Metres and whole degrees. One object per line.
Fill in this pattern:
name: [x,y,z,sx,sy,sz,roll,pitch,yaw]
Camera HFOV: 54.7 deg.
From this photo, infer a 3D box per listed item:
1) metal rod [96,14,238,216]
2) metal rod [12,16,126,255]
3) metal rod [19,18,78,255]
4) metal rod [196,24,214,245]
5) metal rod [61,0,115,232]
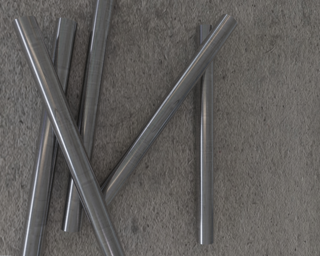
metal rod: [0.006,-0.020,0.395,0.025,0.025,0.300,37,84,-16]
metal rod: [-0.096,0.026,0.345,0.025,0.025,0.298,-21,97,-19]
metal rod: [-0.130,0.022,0.360,0.025,0.025,0.298,9,87,-20]
metal rod: [0.063,0.009,0.431,0.025,0.025,0.298,0,90,-20]
metal rod: [-0.086,-0.027,0.377,0.025,0.025,0.298,9,87,-20]
